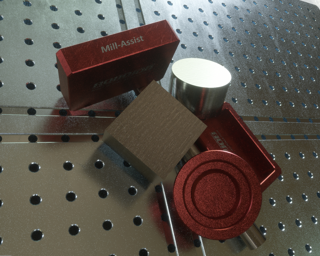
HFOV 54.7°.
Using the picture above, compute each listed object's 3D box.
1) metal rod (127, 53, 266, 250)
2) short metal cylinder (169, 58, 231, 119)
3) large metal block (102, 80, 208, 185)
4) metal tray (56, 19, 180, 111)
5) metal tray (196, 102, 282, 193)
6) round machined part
[{"bbox_3d":[0.033,0.023,0.407,0.025,0.025,0.299,-28,77,-37],"label":"metal rod"},{"bbox_3d":[0.053,-0.056,0.432,0.081,0.050,0.080,5,39,-4],"label":"short metal cylinder"},{"bbox_3d":[-0.008,0.006,0.356,0.080,0.050,0.080,41,69,-1],"label":"large metal block"},{"bbox_3d":[-0.049,-0.071,0.361,0.131,0.090,0.030,-23,76,-21],"label":"metal tray"},{"bbox_3d":[0.100,0.034,0.433,0.091,0.030,0.130,-28,77,-37],"label":"metal tray"},{"bbox_3d":[0.064,0.077,0.362,0.099,0.042,0.098,0,78,1],"label":"round machined part"}]
